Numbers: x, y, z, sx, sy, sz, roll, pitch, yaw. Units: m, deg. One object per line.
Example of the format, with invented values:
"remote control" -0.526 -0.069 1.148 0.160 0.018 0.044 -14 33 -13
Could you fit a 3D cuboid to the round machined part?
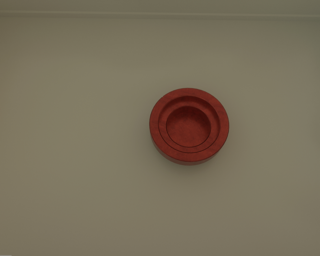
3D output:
"round machined part" 0.036 0.001 0.401 0.099 0.042 0.098 0 70 0
